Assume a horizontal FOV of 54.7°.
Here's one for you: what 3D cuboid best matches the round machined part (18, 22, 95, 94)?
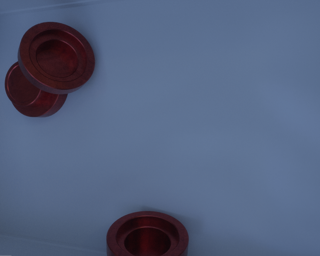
[{"bbox_3d":[-0.145,-0.093,0.432,0.042,0.099,0.098,-24,80,56],"label":"round machined part"}]

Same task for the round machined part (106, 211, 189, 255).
[{"bbox_3d":[-0.015,0.148,0.379,0.098,0.098,0.042,10,111,19],"label":"round machined part"}]

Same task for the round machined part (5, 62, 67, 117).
[{"bbox_3d":[-0.192,-0.065,0.467,0.098,0.042,0.097,0,90,19],"label":"round machined part"}]
